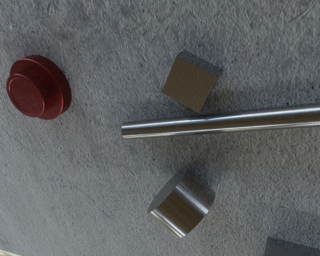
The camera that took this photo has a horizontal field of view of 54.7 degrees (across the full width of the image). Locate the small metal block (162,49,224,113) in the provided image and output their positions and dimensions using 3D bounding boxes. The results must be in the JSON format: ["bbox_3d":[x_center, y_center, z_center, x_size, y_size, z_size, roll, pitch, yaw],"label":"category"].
[{"bbox_3d":[0.036,-0.053,0.354,0.050,0.025,0.050,30,128,8],"label":"small metal block"}]

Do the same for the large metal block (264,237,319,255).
[{"bbox_3d":[0.183,0.204,0.421,0.080,0.050,0.079,7,122,24],"label":"large metal block"}]

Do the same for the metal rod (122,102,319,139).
[{"bbox_3d":[0.084,-0.007,0.357,0.300,0.025,0.025,-5,116,30],"label":"metal rod"}]

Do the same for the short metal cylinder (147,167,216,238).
[{"bbox_3d":[0.028,0.099,0.416,0.050,0.080,0.080,42,129,-1],"label":"short metal cylinder"}]

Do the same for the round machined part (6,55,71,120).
[{"bbox_3d":[-0.184,-0.055,0.457,0.098,0.042,0.097,13,124,20],"label":"round machined part"}]
